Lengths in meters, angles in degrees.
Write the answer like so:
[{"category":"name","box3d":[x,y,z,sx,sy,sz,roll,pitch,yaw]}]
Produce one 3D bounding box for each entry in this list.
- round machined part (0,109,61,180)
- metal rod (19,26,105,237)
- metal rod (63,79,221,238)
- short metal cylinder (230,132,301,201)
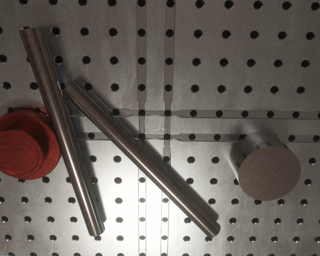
[{"category":"round machined part","box3d":[-0.183,0.027,0.412,0.099,0.042,0.097,0,110,-1]},{"category":"metal rod","box3d":[-0.121,0.022,0.409,0.025,0.025,0.298,-9,114,3]},{"category":"metal rod","box3d":[-0.017,0.051,0.432,0.025,0.025,0.300,-39,106,13]},{"category":"short metal cylinder","box3d":[0.141,0.051,0.421,0.081,0.050,0.079,0,110,-1]}]
